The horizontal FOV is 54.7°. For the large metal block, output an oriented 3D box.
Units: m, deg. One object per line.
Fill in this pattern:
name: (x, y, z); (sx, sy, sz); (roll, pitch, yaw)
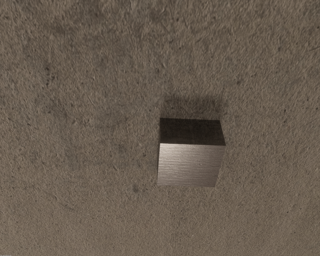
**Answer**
large metal block: (0.038, 0.034, 0.421); (0.081, 0.050, 0.079); (2, 130, -3)
